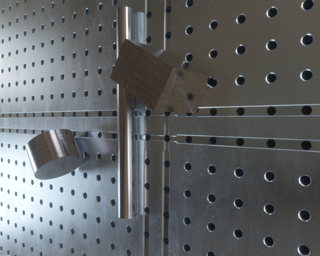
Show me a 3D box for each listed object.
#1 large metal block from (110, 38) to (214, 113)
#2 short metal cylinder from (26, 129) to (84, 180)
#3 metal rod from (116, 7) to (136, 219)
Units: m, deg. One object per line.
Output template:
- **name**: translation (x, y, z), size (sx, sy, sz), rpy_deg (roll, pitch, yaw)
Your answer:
- **large metal block**: translation (0.003, -0.060, 0.370), size (0.080, 0.081, 0.050), rpy_deg (38, 113, 33)
- **short metal cylinder**: translation (-0.174, 0.044, 0.514), size (0.080, 0.081, 0.050), rpy_deg (-42, 65, 32)
- **metal rod**: translation (-0.049, -0.022, 0.447), size (0.025, 0.025, 0.298), rpy_deg (-1, 89, 39)
